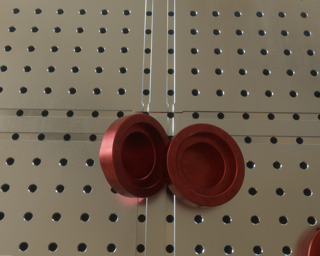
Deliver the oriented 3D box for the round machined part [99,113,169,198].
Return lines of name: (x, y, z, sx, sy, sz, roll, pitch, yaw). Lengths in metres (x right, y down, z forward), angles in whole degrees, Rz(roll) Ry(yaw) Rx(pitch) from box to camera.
round machined part: (-0.033, 0.033, 0.372, 0.042, 0.098, 0.098, -9, 64, 40)

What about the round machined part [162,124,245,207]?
round machined part: (0.049, 0.047, 0.377, 0.099, 0.042, 0.098, 5, 71, -16)

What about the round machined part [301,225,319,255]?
round machined part: (0.216, 0.154, 0.347, 0.099, 0.042, 0.098, 0, 70, 0)
